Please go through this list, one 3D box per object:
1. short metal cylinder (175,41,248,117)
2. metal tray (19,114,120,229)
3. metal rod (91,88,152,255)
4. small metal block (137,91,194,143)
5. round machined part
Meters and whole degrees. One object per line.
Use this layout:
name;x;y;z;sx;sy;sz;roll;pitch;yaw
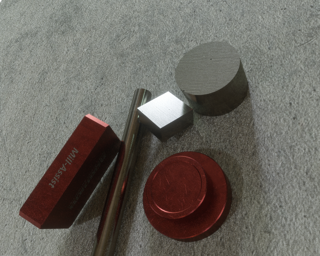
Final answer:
short metal cylinder;0.066;-0.061;0.390;0.080;0.050;0.080;-13;56;20
metal tray;-0.100;0.056;0.375;0.030;0.090;0.130;28;76;12
metal rod;-0.052;0.082;0.379;0.025;0.025;0.299;-2;60;27
small metal block;0.007;-0.015;0.397;0.050;0.025;0.050;-30;48;-22
round machined part;0.025;0.069;0.337;0.098;0.042;0.098;-13;56;20
